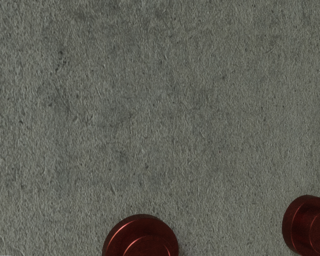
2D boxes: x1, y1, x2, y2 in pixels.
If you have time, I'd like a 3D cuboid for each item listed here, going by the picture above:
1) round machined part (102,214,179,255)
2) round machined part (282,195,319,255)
[{"bbox_3d":[-0.021,0.163,0.392,0.099,0.042,0.097,0,90,-20],"label":"round machined part"},{"bbox_3d":[0.248,0.159,0.491,0.099,0.042,0.097,0,90,-20],"label":"round machined part"}]
